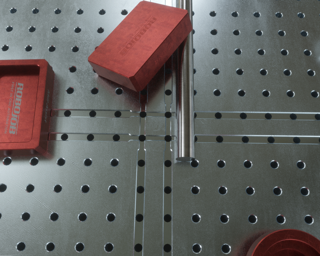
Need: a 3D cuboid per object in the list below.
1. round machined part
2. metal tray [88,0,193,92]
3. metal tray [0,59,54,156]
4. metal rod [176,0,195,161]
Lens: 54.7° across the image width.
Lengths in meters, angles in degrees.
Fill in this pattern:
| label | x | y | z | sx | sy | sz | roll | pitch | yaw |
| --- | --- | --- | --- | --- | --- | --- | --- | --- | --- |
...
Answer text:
| label | x | y | z | sx | sy | sz | roll | pitch | yaw |
| --- | --- | --- | --- | --- | --- | --- | --- | --- | --- |
| round machined part | 0.143 | 0.164 | 0.344 | 0.099 | 0.042 | 0.098 | 0 | 70 | -1 |
| metal tray | -0.027 | -0.119 | 0.435 | 0.090 | 0.030 | 0.130 | 27 | 70 | 32 |
| metal tray | -0.197 | -0.029 | 0.417 | 0.091 | 0.030 | 0.130 | -1 | 70 | -1 |
| metal rod | 0.036 | -0.100 | 0.448 | 0.025 | 0.025 | 0.299 | 1 | 70 | 0 |
